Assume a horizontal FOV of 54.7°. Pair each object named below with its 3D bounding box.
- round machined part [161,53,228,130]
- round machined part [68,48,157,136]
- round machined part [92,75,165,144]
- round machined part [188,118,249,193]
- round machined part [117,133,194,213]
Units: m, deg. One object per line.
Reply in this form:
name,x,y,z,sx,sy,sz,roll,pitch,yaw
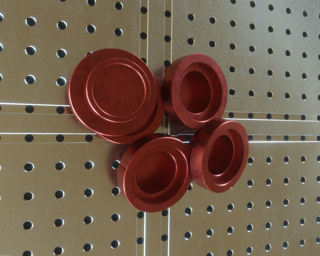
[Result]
round machined part,0.041,-0.046,0.410,0.099,0.042,0.097,-1,92,-37
round machined part,-0.049,-0.040,0.341,0.099,0.042,0.097,0,90,-21
round machined part,-0.046,-0.029,0.387,0.099,0.042,0.097,0,90,-21
round machined part,0.074,0.034,0.420,0.099,0.042,0.097,-12,108,-39
round machined part,-0.009,0.053,0.392,0.099,0.042,0.097,-9,109,-28
